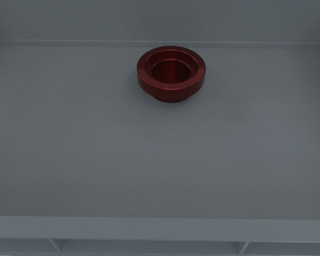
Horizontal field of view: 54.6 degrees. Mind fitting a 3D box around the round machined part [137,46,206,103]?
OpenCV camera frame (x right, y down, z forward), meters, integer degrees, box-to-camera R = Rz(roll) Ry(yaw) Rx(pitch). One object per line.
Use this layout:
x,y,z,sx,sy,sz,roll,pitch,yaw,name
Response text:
0.016,-0.075,0.458,0.099,0.042,0.098,0,50,0,round machined part
